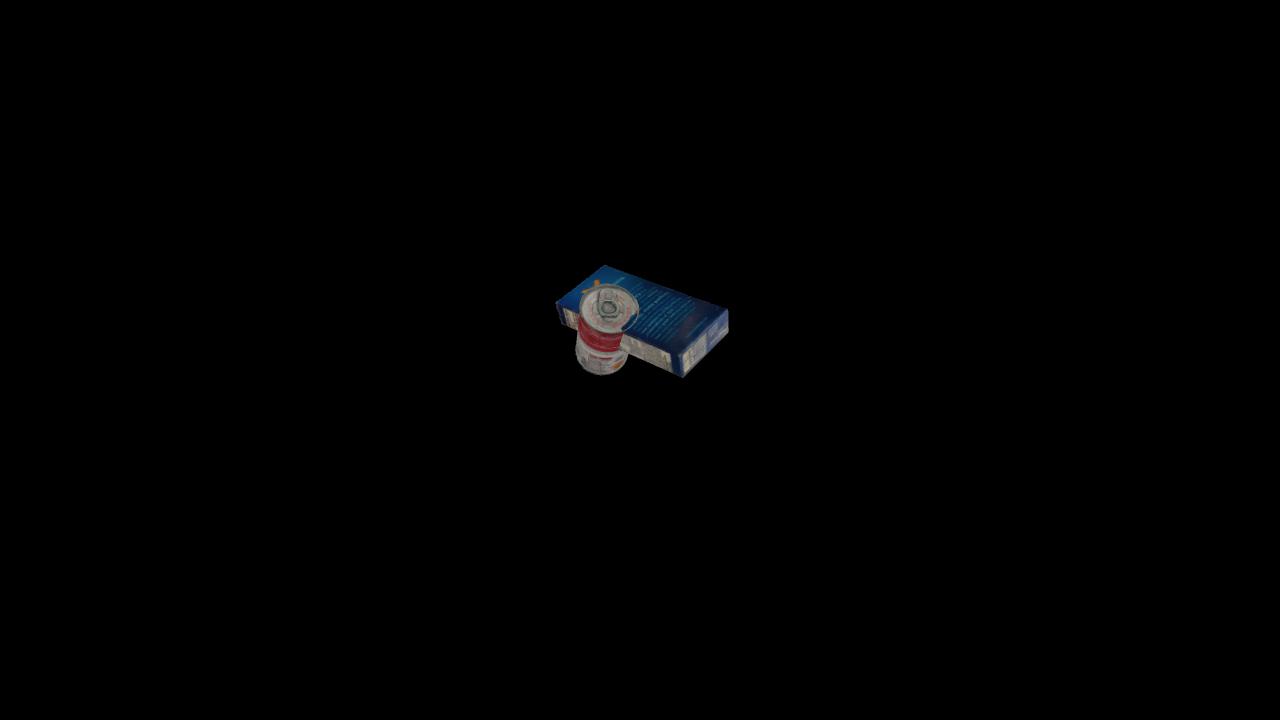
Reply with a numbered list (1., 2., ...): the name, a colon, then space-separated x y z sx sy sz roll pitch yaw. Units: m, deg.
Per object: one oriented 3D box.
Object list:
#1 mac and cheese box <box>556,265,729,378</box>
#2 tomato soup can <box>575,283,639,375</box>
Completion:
1. mac and cheese box: 0.001 -0.050 0.715 0.184 0.041 0.093 25 53 32
2. tomato soup can: -0.041 -0.033 0.725 0.068 0.068 0.101 0 -30 -9
